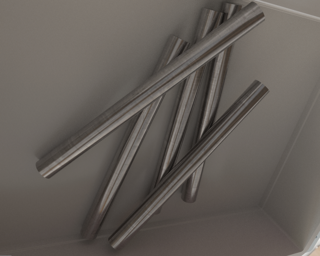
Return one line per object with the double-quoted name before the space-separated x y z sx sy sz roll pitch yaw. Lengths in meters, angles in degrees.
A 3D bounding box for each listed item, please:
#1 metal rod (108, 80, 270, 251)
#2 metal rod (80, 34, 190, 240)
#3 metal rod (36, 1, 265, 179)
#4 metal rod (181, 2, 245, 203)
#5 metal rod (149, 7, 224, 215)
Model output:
"metal rod" 0.036 0.054 0.427 0.300 0.025 0.025 -48 129 5
"metal rod" -0.039 0.024 0.401 0.025 0.025 0.298 14 111 -34
"metal rod" -0.016 -0.038 0.349 0.300 0.025 0.025 -36 130 6
"metal rod" 0.067 -0.017 0.434 0.025 0.025 0.298 -6 121 -26
"metal rod" 0.025 -0.005 0.418 0.025 0.025 0.298 1 118 -29
